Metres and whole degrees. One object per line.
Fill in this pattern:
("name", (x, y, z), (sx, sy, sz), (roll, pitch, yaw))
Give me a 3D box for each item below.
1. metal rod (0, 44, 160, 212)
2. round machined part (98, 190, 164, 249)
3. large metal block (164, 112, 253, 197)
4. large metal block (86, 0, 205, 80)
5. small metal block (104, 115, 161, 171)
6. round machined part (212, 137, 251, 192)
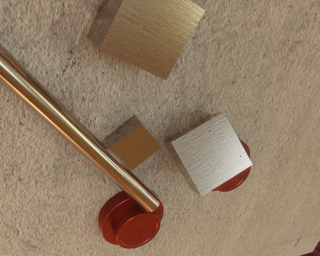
("metal rod", (-0.089, 0.011, 0.348), (0.025, 0.025, 0.300), (-40, 125, -1))
("round machined part", (-0.038, 0.140, 0.461), (0.099, 0.042, 0.097), (-14, 124, -21))
("large metal block", (0.064, 0.034, 0.422), (0.080, 0.050, 0.080), (-30, 94, -10))
("large metal block", (-0.016, -0.107, 0.316), (0.080, 0.050, 0.080), (19, 108, -36))
("small metal block", (-0.035, 0.020, 0.400), (0.050, 0.025, 0.050), (-39, 129, -2))
("round machined part", (0.104, 0.062, 0.491), (0.099, 0.042, 0.097), (-14, 124, -21))
